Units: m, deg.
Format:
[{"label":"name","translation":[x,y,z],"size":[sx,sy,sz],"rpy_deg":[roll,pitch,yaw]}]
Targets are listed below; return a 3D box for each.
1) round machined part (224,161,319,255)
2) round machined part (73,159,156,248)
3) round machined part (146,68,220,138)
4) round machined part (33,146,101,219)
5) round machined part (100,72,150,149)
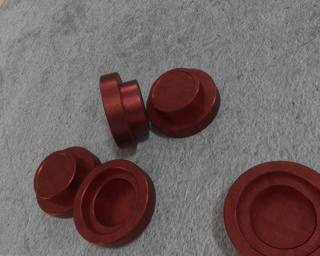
[{"label":"round machined part","translation":[0.112,0.083,0.283],"size":[0.098,0.042,0.098],"rpy_deg":[-13,56,21]},{"label":"round machined part","translation":[-0.049,0.089,0.364],"size":[0.098,0.042,0.098],"rpy_deg":[-13,56,21]},{"label":"round machined part","translation":[0.025,-0.039,0.404],"size":[0.098,0.042,0.098],"rpy_deg":[-13,56,21]},{"label":"round machined part","translation":[-0.129,0.068,0.419],"size":[0.098,0.042,0.098],"rpy_deg":[-13,56,21]},{"label":"round machined part","translation":[-0.041,-0.025,0.397],"size":[0.042,0.098,0.098],"rpy_deg":[-15,54,0]}]
